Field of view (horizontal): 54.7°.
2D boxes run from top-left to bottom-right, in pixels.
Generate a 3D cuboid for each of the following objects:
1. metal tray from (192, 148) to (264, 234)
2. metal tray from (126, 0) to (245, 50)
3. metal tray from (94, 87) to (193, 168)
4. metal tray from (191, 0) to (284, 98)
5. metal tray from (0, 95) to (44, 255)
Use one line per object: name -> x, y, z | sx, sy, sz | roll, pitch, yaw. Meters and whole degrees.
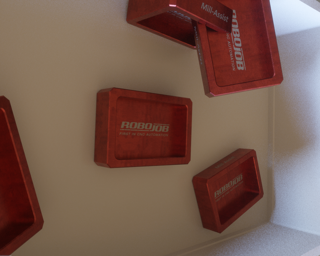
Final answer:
metal tray -> 0.115, 0.097, 0.502 | 0.131, 0.030, 0.089 | -23, 105, -38
metal tray -> 0.035, -0.137, 0.394 | 0.131, 0.090, 0.030 | 8, 88, -40
metal tray -> -0.016, 0.002, 0.391 | 0.131, 0.030, 0.089 | 3, 88, -40
metal tray -> 0.091, -0.109, 0.378 | 0.091, 0.030, 0.129 | -11, 92, -3
metal tray -> -0.150, 0.045, 0.250 | 0.090, 0.030, 0.129 | -38, 118, -68
